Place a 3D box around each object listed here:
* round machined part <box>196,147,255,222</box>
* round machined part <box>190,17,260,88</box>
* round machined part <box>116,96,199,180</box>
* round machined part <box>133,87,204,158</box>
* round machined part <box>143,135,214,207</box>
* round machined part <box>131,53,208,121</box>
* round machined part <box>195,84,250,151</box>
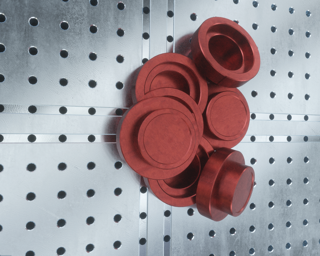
[{"bbox_3d":[0.092,0.078,0.411,0.099,0.042,0.097,-24,121,-46],"label":"round machined part"},{"bbox_3d":[0.084,-0.097,0.422,0.099,0.042,0.098,10,65,-23],"label":"round machined part"},{"bbox_3d":[0.002,0.012,0.359,0.099,0.042,0.097,0,90,-20],"label":"round machined part"},{"bbox_3d":[0.004,-0.002,0.404,0.099,0.042,0.097,0,90,-20],"label":"round machined part"},{"bbox_3d":[0.023,0.051,0.412,0.099,0.042,0.097,0,90,-20],"label":"round machined part"},{"bbox_3d":[0.010,-0.046,0.407,0.099,0.042,0.097,0,90,-20],"label":"round machined part"},{"bbox_3d":[0.086,-0.016,0.434,0.099,0.042,0.097,0,90,-20],"label":"round machined part"}]
